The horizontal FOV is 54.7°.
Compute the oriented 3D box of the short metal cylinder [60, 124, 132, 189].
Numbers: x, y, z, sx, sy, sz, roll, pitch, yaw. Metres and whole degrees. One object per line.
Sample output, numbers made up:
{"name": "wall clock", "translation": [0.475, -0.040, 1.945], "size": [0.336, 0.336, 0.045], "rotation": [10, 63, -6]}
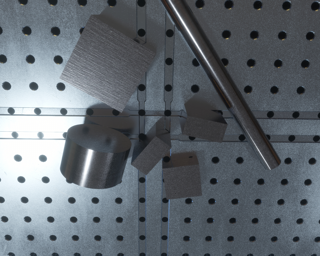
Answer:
{"name": "short metal cylinder", "translation": [-0.082, 0.034, 0.396], "size": [0.081, 0.080, 0.050], "rotation": [15, 109, -6]}

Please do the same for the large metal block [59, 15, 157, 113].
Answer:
{"name": "large metal block", "translation": [-0.059, -0.078, 0.371], "size": [0.080, 0.050, 0.080], "rotation": [29, 107, -11]}

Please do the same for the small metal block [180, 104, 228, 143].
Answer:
{"name": "small metal block", "translation": [0.054, -0.007, 0.398], "size": [0.050, 0.050, 0.025], "rotation": [12, 110, -5]}

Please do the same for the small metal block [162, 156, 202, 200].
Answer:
{"name": "small metal block", "translation": [0.031, 0.071, 0.440], "size": [0.050, 0.025, 0.050], "rotation": [-7, 110, 2]}

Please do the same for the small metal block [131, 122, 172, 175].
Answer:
{"name": "small metal block", "translation": [-0.011, 0.026, 0.410], "size": [0.025, 0.050, 0.050], "rotation": [37, 106, -13]}

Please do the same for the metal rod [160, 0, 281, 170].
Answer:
{"name": "metal rod", "translation": [0.074, -0.066, 0.390], "size": [0.025, 0.025, 0.299], "rotation": [-32, 107, 11]}
